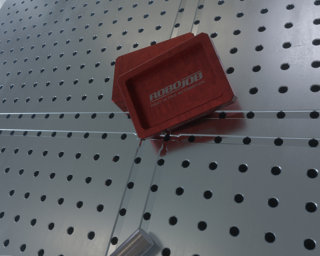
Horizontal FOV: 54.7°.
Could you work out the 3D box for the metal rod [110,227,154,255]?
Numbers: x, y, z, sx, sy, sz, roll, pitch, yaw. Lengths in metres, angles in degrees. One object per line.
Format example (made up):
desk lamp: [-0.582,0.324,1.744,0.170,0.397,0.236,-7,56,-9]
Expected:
metal rod: [-0.124,0.223,0.336,0.300,0.025,0.025,-43,51,-2]

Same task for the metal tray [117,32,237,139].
metal tray: [0.019,-0.050,0.394,0.130,0.030,0.090,-24,81,19]

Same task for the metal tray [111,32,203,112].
metal tray: [-0.005,-0.081,0.458,0.130,0.030,0.090,-13,56,20]
